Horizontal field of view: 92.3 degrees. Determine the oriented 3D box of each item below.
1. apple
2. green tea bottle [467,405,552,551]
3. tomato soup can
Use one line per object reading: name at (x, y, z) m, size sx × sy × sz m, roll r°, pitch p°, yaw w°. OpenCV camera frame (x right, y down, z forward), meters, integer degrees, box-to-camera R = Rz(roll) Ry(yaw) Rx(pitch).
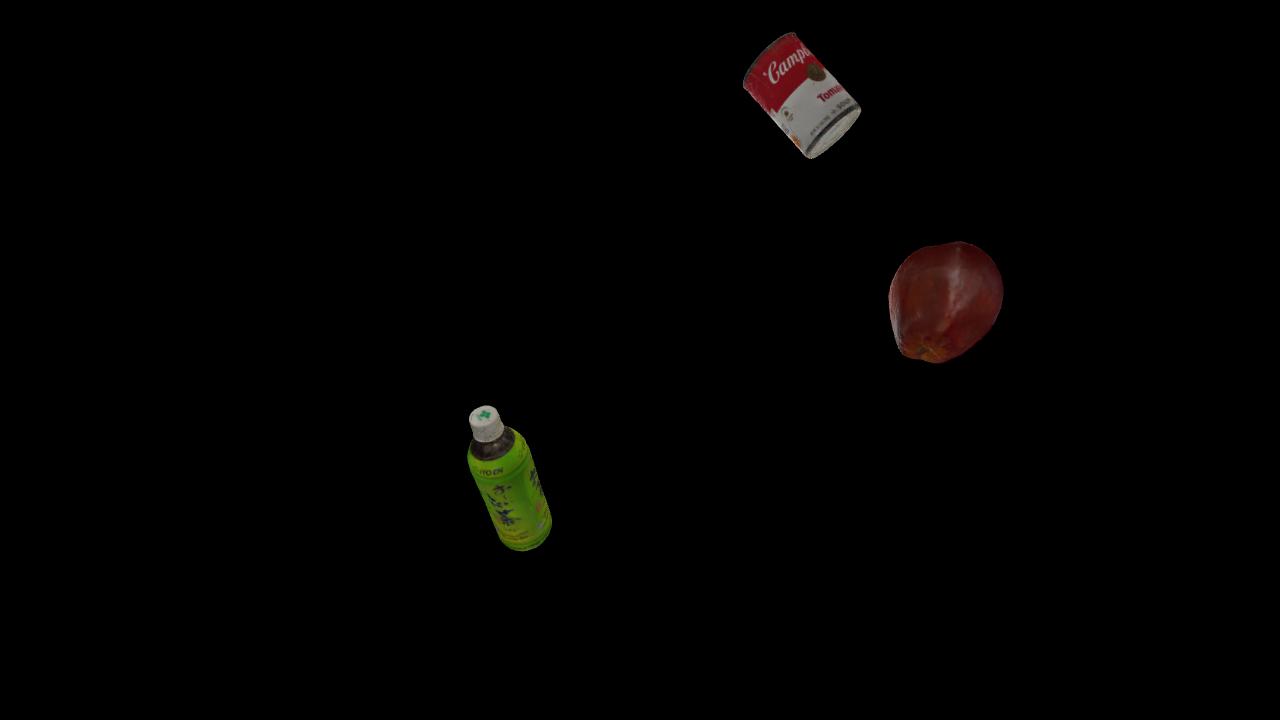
apple at (0.231, -0.044, 0.470) m, size 0.079 × 0.093 × 0.079 m, roll 21°, pitch -17°, yaw 7°
green tea bottle at (-0.154, 0.136, 0.708) m, size 0.073 × 0.212 × 0.073 m, roll -5°, pitch 42°, yaw 5°
tomato soup can at (0.159, -0.258, 0.607) m, size 0.068 × 0.101 × 0.068 m, roll -37°, pitch -7°, yaw -5°
